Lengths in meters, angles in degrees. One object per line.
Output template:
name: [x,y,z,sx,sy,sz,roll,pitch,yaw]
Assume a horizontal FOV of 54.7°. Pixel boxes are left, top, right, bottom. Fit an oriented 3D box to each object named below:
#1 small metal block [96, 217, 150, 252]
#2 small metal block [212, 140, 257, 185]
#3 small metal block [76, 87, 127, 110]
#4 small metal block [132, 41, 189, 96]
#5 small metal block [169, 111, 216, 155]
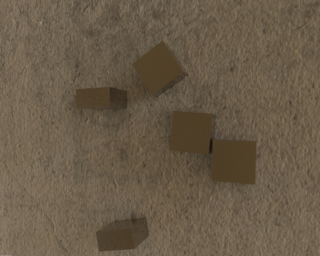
small metal block: [-0.048,0.141,0.412,0.050,0.050,0.025,-12,86,19]
small metal block: [0.091,0.040,0.377,0.050,0.025,0.050,2,91,19]
small metal block: [-0.078,-0.039,0.422,0.050,0.050,0.025,-1,90,19]
small metal block: [0.001,-0.077,0.408,0.050,0.025,0.050,-35,79,16]
small metal block: [0.042,0.005,0.394,0.050,0.025,0.050,6,92,19]
